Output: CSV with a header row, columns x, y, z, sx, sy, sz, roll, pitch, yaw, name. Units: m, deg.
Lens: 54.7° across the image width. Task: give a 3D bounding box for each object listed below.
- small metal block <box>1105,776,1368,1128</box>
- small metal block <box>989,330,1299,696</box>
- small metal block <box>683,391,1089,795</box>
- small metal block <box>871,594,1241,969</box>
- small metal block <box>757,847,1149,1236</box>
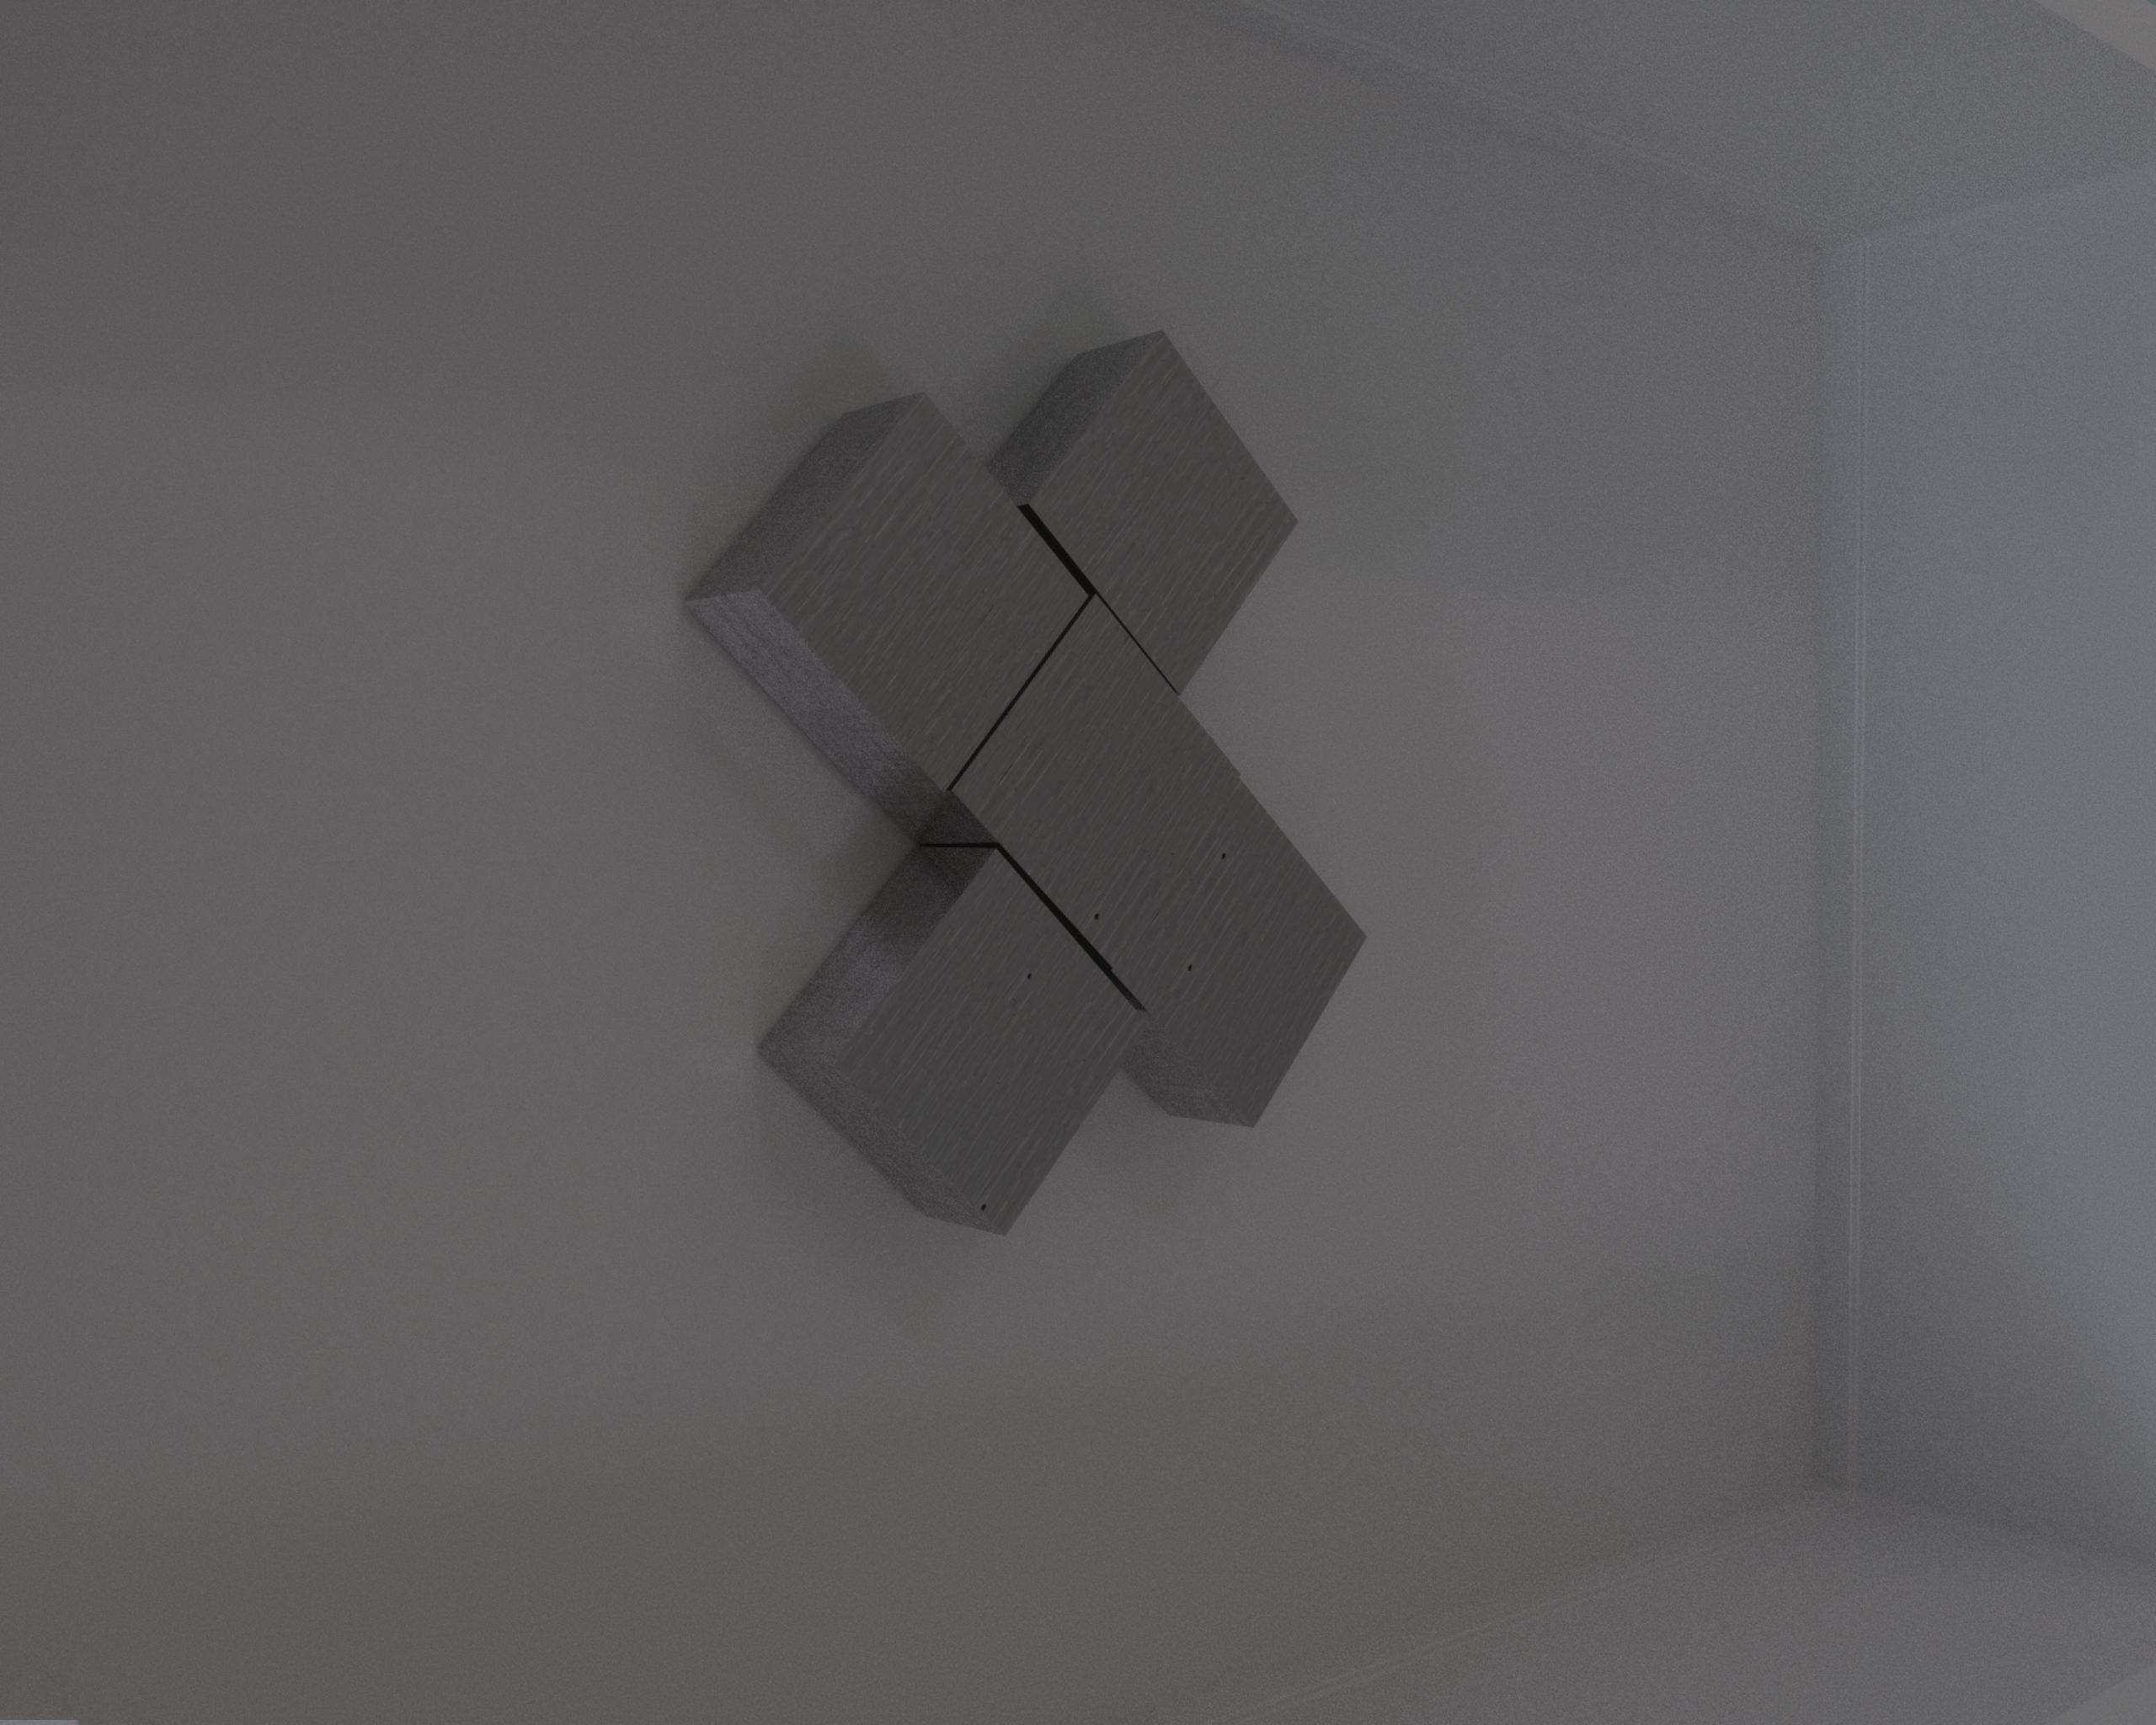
x,y,z,sx,sy,sz,roll,pitch,yaw,name
0.026,0.018,0.425,0.050,0.025,0.050,49,61,-29,small metal block
0.010,-0.067,0.411,0.050,0.025,0.050,49,60,-29,small metal block
-0.033,-0.047,0.376,0.050,0.025,0.050,49,61,-29,small metal block
-0.003,-0.015,0.400,0.050,0.025,0.050,49,61,-29,small metal block
-0.022,0.032,0.386,0.050,0.025,0.050,50,61,-28,small metal block
